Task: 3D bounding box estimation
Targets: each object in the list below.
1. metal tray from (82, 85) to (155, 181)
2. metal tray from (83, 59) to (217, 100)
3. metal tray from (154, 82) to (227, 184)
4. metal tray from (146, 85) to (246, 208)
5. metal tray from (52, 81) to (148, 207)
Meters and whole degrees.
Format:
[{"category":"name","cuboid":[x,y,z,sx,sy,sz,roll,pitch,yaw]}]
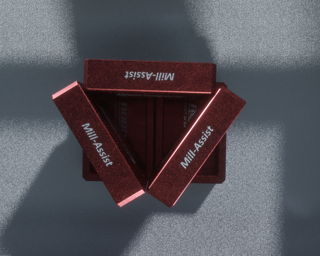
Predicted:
[{"category":"metal tray","cuboid":[-0.053,0.003,0.408,0.091,0.030,0.129,0,89,0]},{"category":"metal tray","cuboid":[-0.010,-0.051,0.346,0.131,0.090,0.030,2,91,0]},{"category":"metal tray","cuboid":[0.039,0.005,0.408,0.091,0.030,0.129,1,89,0]},{"category":"metal tray","cuboid":[0.036,0.018,0.346,0.030,0.090,0.130,35,90,0]},{"category":"metal tray","cuboid":[-0.060,0.015,0.346,0.030,0.090,0.130,-31,90,1]}]
